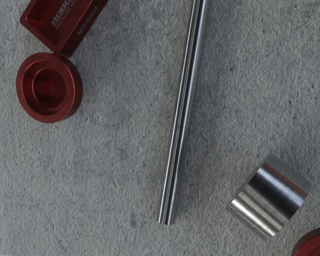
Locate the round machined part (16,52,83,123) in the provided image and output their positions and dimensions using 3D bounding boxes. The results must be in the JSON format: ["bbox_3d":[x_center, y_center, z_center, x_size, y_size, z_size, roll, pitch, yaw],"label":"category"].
[{"bbox_3d":[-0.153,-0.058,0.447,0.098,0.042,0.097,4,101,19],"label":"round machined part"}]

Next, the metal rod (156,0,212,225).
[{"bbox_3d":[0.031,-0.025,0.397,0.025,0.025,0.298,10,93,19],"label":"metal rod"}]

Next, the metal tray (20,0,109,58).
[{"bbox_3d":[-0.136,-0.181,0.452,0.090,0.030,0.130,41,102,15],"label":"metal tray"}]

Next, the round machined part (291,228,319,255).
[{"bbox_3d":[0.193,0.153,0.332,0.098,0.042,0.097,0,90,19],"label":"round machined part"}]

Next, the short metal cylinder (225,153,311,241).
[{"bbox_3d":[0.116,0.074,0.339,0.050,0.080,0.080,39,102,15],"label":"short metal cylinder"}]
